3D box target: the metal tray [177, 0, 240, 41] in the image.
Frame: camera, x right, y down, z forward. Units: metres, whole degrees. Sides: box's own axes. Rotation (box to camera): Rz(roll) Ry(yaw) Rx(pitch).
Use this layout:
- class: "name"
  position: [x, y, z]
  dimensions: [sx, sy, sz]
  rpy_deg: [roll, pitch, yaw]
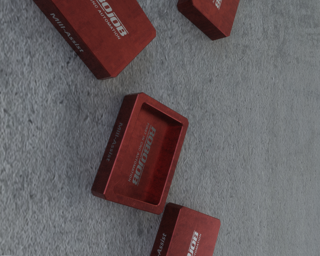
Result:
- class: "metal tray"
  position: [0.083, -0.212, 0.470]
  dimensions: [0.090, 0.030, 0.130]
  rpy_deg: [28, 73, -37]

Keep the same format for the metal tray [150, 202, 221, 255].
- class: "metal tray"
  position: [0.031, 0.178, 0.427]
  dimensions: [0.090, 0.030, 0.130]
  rpy_deg: [30, 72, -36]

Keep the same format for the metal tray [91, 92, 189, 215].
- class: "metal tray"
  position: [-0.020, 0.032, 0.384]
  dimensions: [0.090, 0.030, 0.130]
  rpy_deg: [28, 72, -37]

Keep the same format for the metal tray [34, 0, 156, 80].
- class: "metal tray"
  position: [-0.071, -0.130, 0.341]
  dimensions: [0.090, 0.030, 0.130]
  rpy_deg: [-52, 121, -27]
